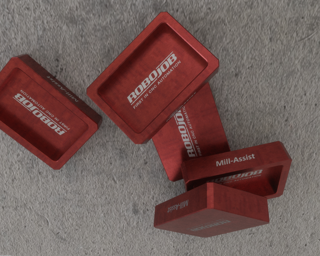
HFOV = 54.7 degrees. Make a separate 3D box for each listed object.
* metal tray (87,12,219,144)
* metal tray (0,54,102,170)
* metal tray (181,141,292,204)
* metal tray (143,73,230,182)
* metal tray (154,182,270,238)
[{"bbox_3d":[-0.008,-0.055,0.358,0.130,0.030,0.090,-45,83,4],"label":"metal tray"},{"bbox_3d":[-0.153,-0.018,0.398,0.130,0.030,0.090,42,105,-14],"label":"metal tray"},{"bbox_3d":[0.098,0.068,0.408,0.131,0.030,0.090,-12,137,0],"label":"metal tray"},{"bbox_3d":[0.034,-0.001,0.407,0.090,0.030,0.129,-19,109,7],"label":"metal tray"},{"bbox_3d":[0.061,0.111,0.399,0.091,0.030,0.129,19,147,-23],"label":"metal tray"}]
